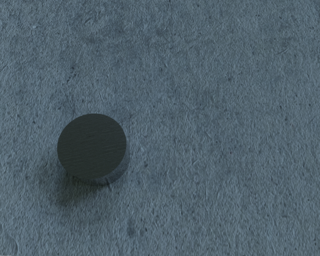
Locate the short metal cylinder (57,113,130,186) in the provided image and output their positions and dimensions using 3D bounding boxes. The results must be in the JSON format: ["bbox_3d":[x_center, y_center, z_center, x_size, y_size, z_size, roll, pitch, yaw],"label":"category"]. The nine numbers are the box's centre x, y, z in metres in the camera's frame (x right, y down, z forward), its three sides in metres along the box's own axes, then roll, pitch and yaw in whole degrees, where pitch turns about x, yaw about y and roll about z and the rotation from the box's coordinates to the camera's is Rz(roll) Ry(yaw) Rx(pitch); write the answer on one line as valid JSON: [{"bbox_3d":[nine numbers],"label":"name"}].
[{"bbox_3d":[-0.079,0.028,0.384,0.080,0.050,0.080,0,70,0],"label":"short metal cylinder"}]
